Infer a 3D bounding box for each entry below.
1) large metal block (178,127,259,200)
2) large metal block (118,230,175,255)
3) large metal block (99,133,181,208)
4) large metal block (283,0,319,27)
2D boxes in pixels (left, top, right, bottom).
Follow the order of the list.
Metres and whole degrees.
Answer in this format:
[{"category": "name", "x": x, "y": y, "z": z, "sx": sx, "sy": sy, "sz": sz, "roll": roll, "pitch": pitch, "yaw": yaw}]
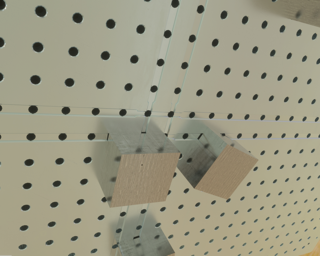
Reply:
[{"category": "large metal block", "x": 0.090, "y": 0.056, "z": 0.478, "sx": 0.080, "sy": 0.050, "sz": 0.080, "roll": 25, "pitch": 105, "yaw": -37}, {"category": "large metal block", "x": -0.025, "y": 0.230, "z": 0.523, "sx": 0.081, "sy": 0.050, "sz": 0.079, "roll": -10, "pitch": 123, "yaw": -23}, {"category": "large metal block", "x": -0.029, "y": 0.054, "z": 0.412, "sx": 0.081, "sy": 0.050, "sz": 0.079, "roll": 1, "pitch": 118, "yaw": -29}, {"category": "large metal block", "x": 0.195, "y": -0.172, "z": 0.375, "sx": 0.050, "sy": 0.080, "sz": 0.080, "roll": -43, "pitch": 129, "yaw": 1}]
